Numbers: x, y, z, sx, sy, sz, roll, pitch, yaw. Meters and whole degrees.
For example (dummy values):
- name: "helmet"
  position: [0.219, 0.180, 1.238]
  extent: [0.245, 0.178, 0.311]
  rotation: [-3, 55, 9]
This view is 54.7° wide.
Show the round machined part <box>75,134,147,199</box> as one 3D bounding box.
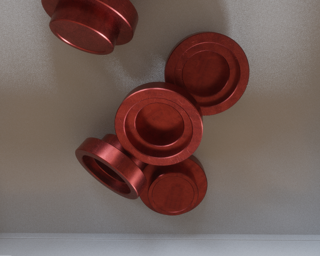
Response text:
- name: "round machined part"
  position: [-0.057, 0.045, 0.399]
  extent: [0.098, 0.098, 0.042]
  rotation: [45, 61, -15]

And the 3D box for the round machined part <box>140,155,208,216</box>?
- name: "round machined part"
  position: [0.018, 0.082, 0.433]
  extent: [0.099, 0.042, 0.097]
  rotation: [0, 110, -1]

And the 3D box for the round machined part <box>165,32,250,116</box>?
- name: "round machined part"
  position: [0.055, -0.067, 0.378]
  extent: [0.099, 0.042, 0.097]
  rotation: [0, 110, -1]

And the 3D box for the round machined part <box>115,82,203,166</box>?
- name: "round machined part"
  position: [0.001, -0.008, 0.360]
  extent: [0.099, 0.042, 0.097]
  rotation: [3, 118, 7]

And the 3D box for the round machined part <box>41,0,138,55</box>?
- name: "round machined part"
  position: [-0.076, -0.112, 0.327]
  extent: [0.099, 0.098, 0.042]
  rotation: [17, 79, -7]
